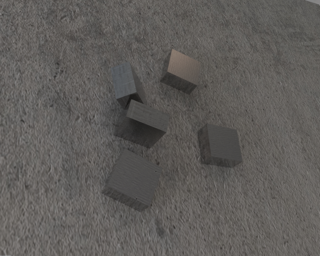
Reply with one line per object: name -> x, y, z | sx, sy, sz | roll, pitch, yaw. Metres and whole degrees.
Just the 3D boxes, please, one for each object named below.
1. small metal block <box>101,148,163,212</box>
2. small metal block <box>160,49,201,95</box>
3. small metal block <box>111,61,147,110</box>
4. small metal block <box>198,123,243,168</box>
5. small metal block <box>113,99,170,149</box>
small metal block -> -0.031, 0.059, 0.351 | 0.050, 0.025, 0.050 | 29, 52, -10
small metal block -> 0.032, -0.086, 0.473 | 0.050, 0.025, 0.050 | 22, 53, -15
small metal block -> -0.037, -0.046, 0.389 | 0.025, 0.050, 0.050 | -19, 58, 7
small metal block -> 0.083, 0.025, 0.433 | 0.050, 0.025, 0.050 | 11, 57, -22
small metal block -> -0.023, -0.003, 0.377 | 0.050, 0.050, 0.025 | 22, 56, -15
